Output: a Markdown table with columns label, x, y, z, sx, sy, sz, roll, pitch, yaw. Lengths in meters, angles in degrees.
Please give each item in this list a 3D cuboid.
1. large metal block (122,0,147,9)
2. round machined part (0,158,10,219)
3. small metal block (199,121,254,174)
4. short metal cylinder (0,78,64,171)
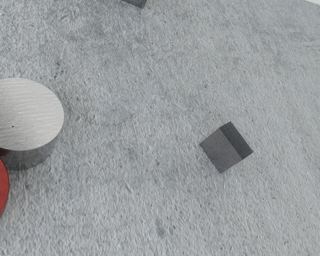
| label | x | y | z | sx | sy | sz | roll | pitch | yaw |
| --- | --- | --- | --- | --- | --- | --- | --- | --- | --- |
| large metal block | -0.053 | -0.258 | 0.517 | 0.081 | 0.050 | 0.080 | 16 | 55 | -19 |
| round machined part | -0.182 | 0.058 | 0.260 | 0.099 | 0.042 | 0.098 | 14 | 56 | -21 |
| small metal block | 0.088 | 0.027 | 0.419 | 0.025 | 0.050 | 0.050 | -26 | 76 | -37 |
| short metal cylinder | -0.143 | -0.003 | 0.313 | 0.081 | 0.050 | 0.080 | 14 | 56 | -21 |
